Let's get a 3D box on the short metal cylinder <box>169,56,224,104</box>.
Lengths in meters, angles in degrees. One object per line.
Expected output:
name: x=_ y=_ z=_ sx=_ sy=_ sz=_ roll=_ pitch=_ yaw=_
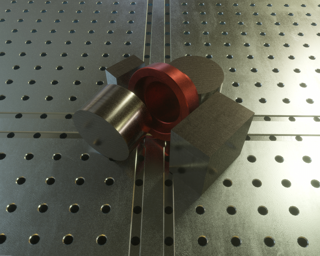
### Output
short metal cylinder: x=0.047 y=-0.058 z=0.440 sx=0.081 sy=0.050 sz=0.080 roll=0 pitch=50 yaw=0

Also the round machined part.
round machined part: x=0.009 y=-0.036 z=0.391 sx=0.098 sy=0.097 sz=0.042 roll=34 pitch=45 yaw=24

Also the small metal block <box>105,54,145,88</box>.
small metal block: x=-0.048 y=-0.071 z=0.450 sx=0.050 sy=0.050 sz=0.025 roll=-35 pitch=59 yaw=-26

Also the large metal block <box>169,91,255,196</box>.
large metal block: x=0.057 y=0.018 z=0.358 sx=0.050 sy=0.080 sz=0.080 roll=36 pitch=58 yaw=26

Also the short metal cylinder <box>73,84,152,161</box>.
short metal cylinder: x=-0.057 y=-0.006 z=0.376 sx=0.080 sy=0.080 sz=0.050 roll=25 pitch=54 yaw=19
